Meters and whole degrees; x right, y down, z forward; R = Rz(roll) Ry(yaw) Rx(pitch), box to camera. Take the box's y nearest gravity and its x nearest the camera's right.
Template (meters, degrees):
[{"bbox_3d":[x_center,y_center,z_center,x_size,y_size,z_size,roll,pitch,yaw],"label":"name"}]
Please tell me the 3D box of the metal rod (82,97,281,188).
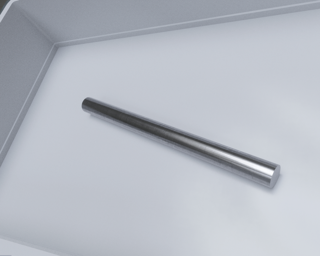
[{"bbox_3d":[0.002,0.006,0.400,0.300,0.025,0.025,20,73,35],"label":"metal rod"}]
